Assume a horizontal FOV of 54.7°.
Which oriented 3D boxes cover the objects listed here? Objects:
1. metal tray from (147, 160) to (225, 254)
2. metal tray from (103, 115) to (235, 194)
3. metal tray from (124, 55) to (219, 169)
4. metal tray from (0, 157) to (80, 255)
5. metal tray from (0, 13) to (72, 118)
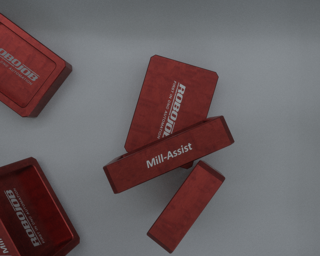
[{"bbox_3d":[0.035,0.082,0.357,0.030,0.130,0.090,36,90,11],"label":"metal tray"},{"bbox_3d":[0.009,0.026,0.348,0.131,0.090,0.030,-23,90,0],"label":"metal tray"},{"bbox_3d":[0.015,-0.021,0.409,0.090,0.030,0.129,16,90,0],"label":"metal tray"},{"bbox_3d":[-0.161,0.106,0.373,0.030,0.090,0.130,-30,88,20],"label":"metal tray"},{"bbox_3d":[-0.196,-0.085,0.407,0.130,0.030,0.090,37,90,0],"label":"metal tray"}]
